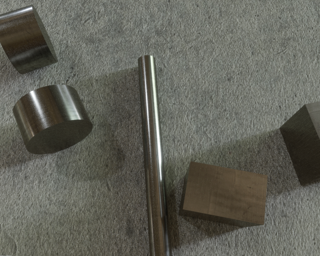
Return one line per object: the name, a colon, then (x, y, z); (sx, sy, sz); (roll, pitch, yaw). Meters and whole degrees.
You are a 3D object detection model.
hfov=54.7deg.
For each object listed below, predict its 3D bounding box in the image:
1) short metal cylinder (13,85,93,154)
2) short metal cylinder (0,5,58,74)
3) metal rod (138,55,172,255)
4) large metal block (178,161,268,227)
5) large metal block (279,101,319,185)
short metal cylinder: (-0.131, -0.009, 0.381); (0.080, 0.080, 0.050); (-25, 72, -9)
short metal cylinder: (-0.180, -0.119, 0.421); (0.050, 0.080, 0.080); (-22, 72, -8)
metal rod: (-0.008, 0.043, 0.392); (0.025, 0.025, 0.299); (-4, 70, -2)
large metal block: (0.067, 0.078, 0.351); (0.080, 0.080, 0.050); (10, 71, 3)
large metal block: (0.196, 0.018, 0.374); (0.050, 0.080, 0.080); (-11, 71, -4)
